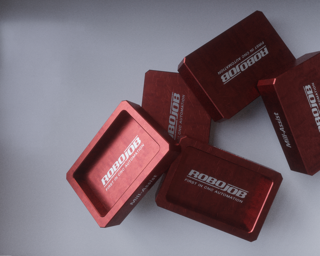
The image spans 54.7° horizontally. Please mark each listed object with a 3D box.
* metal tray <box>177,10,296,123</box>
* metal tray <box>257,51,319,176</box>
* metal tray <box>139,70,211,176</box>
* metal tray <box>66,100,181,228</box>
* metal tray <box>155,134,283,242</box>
[{"bbox_3d":[0.100,-0.078,0.393,0.131,0.030,0.090,-35,90,-15],"label":"metal tray"},{"bbox_3d":[0.185,-0.018,0.385,0.091,0.030,0.129,-29,103,-16],"label":"metal tray"},{"bbox_3d":[0.020,-0.006,0.409,0.091,0.030,0.129,6,90,0],"label":"metal tray"},{"bbox_3d":[-0.048,0.043,0.376,0.090,0.030,0.130,45,103,27],"label":"metal tray"},{"bbox_3d":[0.070,0.072,0.379,0.131,0.030,0.090,22,93,-2],"label":"metal tray"}]
